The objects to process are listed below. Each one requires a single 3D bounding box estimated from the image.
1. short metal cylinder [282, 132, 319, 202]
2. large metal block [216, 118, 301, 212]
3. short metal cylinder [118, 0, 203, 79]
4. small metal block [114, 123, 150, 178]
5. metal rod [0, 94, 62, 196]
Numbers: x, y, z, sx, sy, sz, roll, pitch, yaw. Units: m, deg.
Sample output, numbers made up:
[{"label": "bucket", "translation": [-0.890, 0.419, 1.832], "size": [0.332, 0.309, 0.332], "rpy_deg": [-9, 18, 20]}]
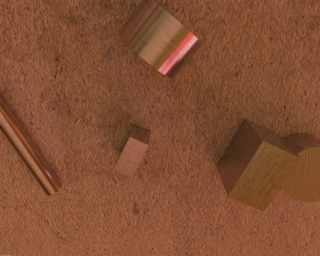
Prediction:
[{"label": "short metal cylinder", "translation": [0.195, 0.052, 0.417], "size": [0.081, 0.050, 0.079], "rpy_deg": [0, 110, 0]}, {"label": "large metal block", "translation": [0.121, 0.044, 0.398], "size": [0.050, 0.080, 0.080], "rpy_deg": [24, 108, -9]}, {"label": "short metal cylinder", "translation": [0.001, -0.100, 0.344], "size": [0.080, 0.080, 0.050], "rpy_deg": [38, 106, -13]}, {"label": "small metal block", "translation": [-0.036, 0.028, 0.406], "size": [0.025, 0.050, 0.050], "rpy_deg": [25, 108, -9]}, {"label": "metal rod", "translation": [-0.215, -0.038, 0.393], "size": [0.025, 0.025, 0.299], "rpy_deg": [-24, 109, 8]}]
